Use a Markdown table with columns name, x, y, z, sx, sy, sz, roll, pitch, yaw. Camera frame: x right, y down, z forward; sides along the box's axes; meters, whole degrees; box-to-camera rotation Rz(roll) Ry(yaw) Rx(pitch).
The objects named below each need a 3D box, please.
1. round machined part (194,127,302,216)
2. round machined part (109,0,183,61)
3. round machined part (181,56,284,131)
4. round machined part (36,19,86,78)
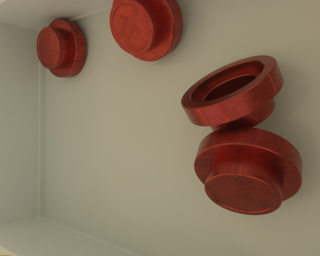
| name | x | y | z | sx | sy | sz | roll | pitch | yaw |
| --- | --- | --- | --- | --- | --- | --- | --- | --- | --- |
| round machined part | 0.080 | 0.047 | 0.292 | 0.098 | 0.098 | 0.042 | -16 | 38 | 38 |
| round machined part | -0.024 | -0.130 | 0.388 | 0.098 | 0.042 | 0.097 | 21 | 130 | 28 |
| round machined part | 0.074 | -0.029 | 0.309 | 0.098 | 0.098 | 0.042 | -13 | 117 | 39 |
| round machined part | -0.173 | -0.135 | 0.528 | 0.098 | 0.042 | 0.097 | 8 | 102 | 38 |
